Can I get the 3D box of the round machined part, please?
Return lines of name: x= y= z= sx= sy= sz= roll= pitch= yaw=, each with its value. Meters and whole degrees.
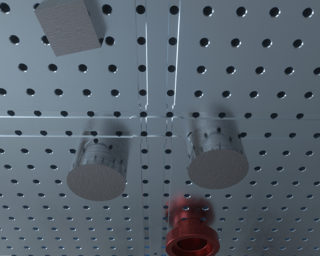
round machined part: x=0.059 y=0.205 z=0.576 sx=0.099 sy=0.042 sz=0.097 roll=0 pitch=130 yaw=0

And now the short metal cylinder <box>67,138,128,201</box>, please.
short metal cylinder: x=-0.088 y=0.061 z=0.446 sx=0.081 sy=0.050 sz=0.079 roll=0 pitch=130 yaw=0

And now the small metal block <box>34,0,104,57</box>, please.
small metal block: x=-0.092 y=-0.106 z=0.320 sx=0.050 sy=0.025 sz=0.050 roll=-10 pitch=130 yaw=8

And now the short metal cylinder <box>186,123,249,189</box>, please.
short metal cylinder: x=0.077 y=0.040 z=0.430 sx=0.081 sy=0.050 sz=0.079 roll=0 pitch=130 yaw=0
